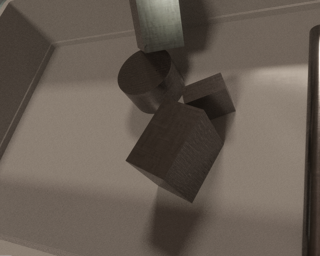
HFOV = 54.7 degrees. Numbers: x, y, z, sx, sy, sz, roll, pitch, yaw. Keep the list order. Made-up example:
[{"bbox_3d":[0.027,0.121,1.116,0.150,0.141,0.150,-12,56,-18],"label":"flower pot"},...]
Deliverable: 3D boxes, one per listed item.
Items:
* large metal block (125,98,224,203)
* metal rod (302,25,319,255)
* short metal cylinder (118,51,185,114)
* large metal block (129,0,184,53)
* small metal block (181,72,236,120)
[{"bbox_3d":[0.021,0.026,0.343,0.050,0.080,0.080,21,73,35],"label":"large metal block"},{"bbox_3d":[0.160,0.015,0.311,0.025,0.025,0.300,0,62,28],"label":"metal rod"},{"bbox_3d":[-0.012,-0.066,0.435,0.080,0.050,0.080,-13,57,21],"label":"short metal cylinder"},{"bbox_3d":[-0.007,-0.147,0.407,0.050,0.079,0.080,-12,21,-7],"label":"large metal block"},{"bbox_3d":[0.060,-0.035,0.379,0.050,0.050,0.025,-20,54,16],"label":"small metal block"}]
